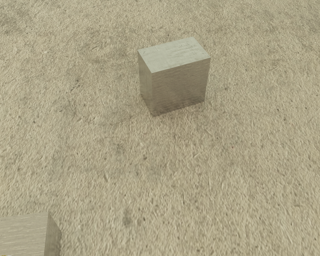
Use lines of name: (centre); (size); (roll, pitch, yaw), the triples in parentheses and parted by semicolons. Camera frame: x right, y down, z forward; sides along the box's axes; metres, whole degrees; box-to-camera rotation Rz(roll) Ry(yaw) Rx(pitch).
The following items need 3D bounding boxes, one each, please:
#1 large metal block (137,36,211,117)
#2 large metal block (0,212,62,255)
large metal block: (0.018, -0.070, 0.426); (0.081, 0.080, 0.050); (-18, 52, -14)
large metal block: (-0.138, 0.128, 0.278); (0.081, 0.050, 0.080); (-6, 50, -5)
